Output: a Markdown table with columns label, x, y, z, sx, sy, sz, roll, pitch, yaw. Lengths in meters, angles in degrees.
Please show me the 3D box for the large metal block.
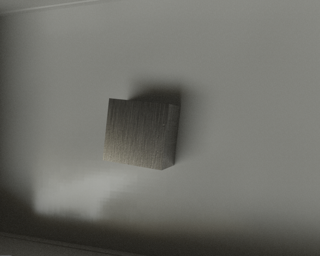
| label | x | y | z | sx | sy | sz | roll | pitch | yaw |
| --- | --- | --- | --- | --- | --- | --- | --- | --- | --- |
| large metal block | -0.023 | 0.006 | 0.404 | 0.080 | 0.050 | 0.079 | 7 | 92 | 19 |
